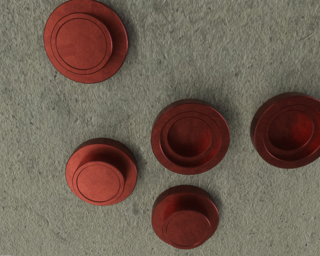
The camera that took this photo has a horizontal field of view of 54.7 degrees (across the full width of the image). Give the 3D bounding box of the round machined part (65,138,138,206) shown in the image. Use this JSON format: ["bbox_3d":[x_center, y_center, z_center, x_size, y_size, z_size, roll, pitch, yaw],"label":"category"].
[{"bbox_3d":[-0.081,0.066,0.424,0.099,0.042,0.097,0,110,0],"label":"round machined part"}]

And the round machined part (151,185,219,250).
[{"bbox_3d":[0.037,0.136,0.451,0.099,0.042,0.097,0,110,0],"label":"round machined part"}]

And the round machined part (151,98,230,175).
[{"bbox_3d":[0.038,0.008,0.404,0.099,0.042,0.097,0,110,0],"label":"round machined part"}]

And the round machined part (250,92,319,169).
[{"bbox_3d":[0.166,0.000,0.402,0.099,0.042,0.097,0,110,0],"label":"round machined part"}]

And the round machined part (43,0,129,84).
[{"bbox_3d":[-0.087,-0.099,0.363,0.099,0.042,0.097,0,110,0],"label":"round machined part"}]
